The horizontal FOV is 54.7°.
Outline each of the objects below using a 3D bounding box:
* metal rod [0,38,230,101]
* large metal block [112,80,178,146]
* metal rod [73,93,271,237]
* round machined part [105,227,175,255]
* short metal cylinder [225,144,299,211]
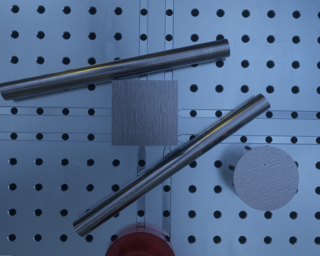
[{"bbox_3d":[-0.058,-0.078,0.412,0.302,0.025,0.025,-11,90,-1],"label":"metal rod"},{"bbox_3d":[-0.018,-0.018,0.401,0.081,0.050,0.079,0,90,-1],"label":"large metal block"},{"bbox_3d":[0.016,0.049,0.413,0.301,0.025,0.025,-34,90,-1],"label":"metal rod"},{"bbox_3d":[-0.026,0.185,0.405,0.099,0.042,0.097,0,90,-1],"label":"round machined part"},{"bbox_3d":[0.130,0.061,0.403,0.081,0.050,0.079,0,90,-1],"label":"short metal cylinder"}]
